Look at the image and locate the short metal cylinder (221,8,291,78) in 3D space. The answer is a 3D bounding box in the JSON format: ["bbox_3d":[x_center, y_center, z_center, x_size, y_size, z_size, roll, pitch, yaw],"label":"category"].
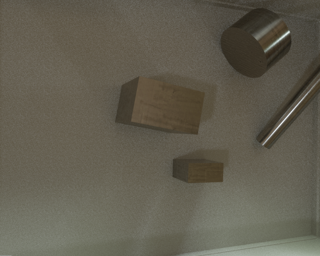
[{"bbox_3d":[0.132,-0.117,0.432,0.050,0.080,0.080,-40,103,-16],"label":"short metal cylinder"}]

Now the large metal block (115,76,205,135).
[{"bbox_3d":[-0.003,-0.024,0.381,0.081,0.080,0.050,11,86,-20],"label":"large metal block"}]

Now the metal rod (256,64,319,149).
[{"bbox_3d":[0.241,-0.091,0.429,0.025,0.025,0.299,30,108,-18],"label":"metal rod"}]

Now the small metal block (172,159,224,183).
[{"bbox_3d":[0.050,0.057,0.417,0.050,0.050,0.025,2,90,-20],"label":"small metal block"}]
